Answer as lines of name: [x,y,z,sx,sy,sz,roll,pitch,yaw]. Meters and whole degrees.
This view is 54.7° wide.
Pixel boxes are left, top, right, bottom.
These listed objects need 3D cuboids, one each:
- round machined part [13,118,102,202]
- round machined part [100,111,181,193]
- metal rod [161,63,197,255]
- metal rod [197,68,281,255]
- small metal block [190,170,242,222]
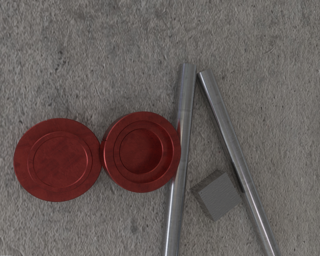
round machined part: [-0.115,0.037,0.358,0.099,0.042,0.097,0,90,-20]
round machined part: [-0.027,0.029,0.388,0.099,0.042,0.097,0,90,-24]
metal rod: [0.024,0.063,0.418,0.025,0.025,0.298,6,88,-20]
metal rod: [0.116,0.057,0.452,0.025,0.025,0.299,-25,99,-18]
small metal block: [0.079,0.095,0.439,0.050,0.025,0.050,-33,101,-17]
